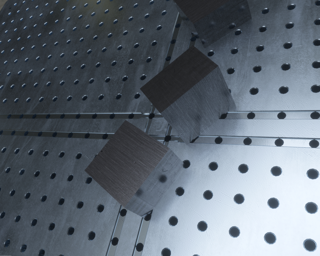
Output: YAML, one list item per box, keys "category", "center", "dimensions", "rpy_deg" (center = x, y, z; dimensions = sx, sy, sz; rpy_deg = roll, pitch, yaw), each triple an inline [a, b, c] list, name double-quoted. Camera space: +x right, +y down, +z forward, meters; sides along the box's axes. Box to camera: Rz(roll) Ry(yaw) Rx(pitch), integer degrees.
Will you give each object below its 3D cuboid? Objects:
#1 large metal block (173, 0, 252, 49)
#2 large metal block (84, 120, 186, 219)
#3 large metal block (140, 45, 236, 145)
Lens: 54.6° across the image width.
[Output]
- category: "large metal block"
  center: [0.076, -0.179, 0.463]
  dimensions: [0.080, 0.050, 0.080]
  rpy_deg: [-32, 52, 7]
- category: "large metal block"
  center: [-0.030, 0.049, 0.379]
  dimensions: [0.080, 0.050, 0.080]
  rpy_deg: [31, 79, 38]
- category: "large metal block"
  center: [0.036, -0.037, 0.378]
  dimensions: [0.080, 0.080, 0.050]
  rpy_deg: [-40, 51, 2]
